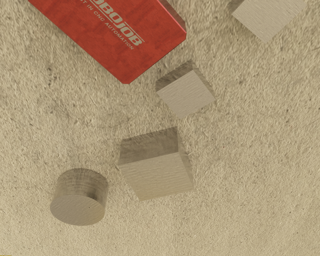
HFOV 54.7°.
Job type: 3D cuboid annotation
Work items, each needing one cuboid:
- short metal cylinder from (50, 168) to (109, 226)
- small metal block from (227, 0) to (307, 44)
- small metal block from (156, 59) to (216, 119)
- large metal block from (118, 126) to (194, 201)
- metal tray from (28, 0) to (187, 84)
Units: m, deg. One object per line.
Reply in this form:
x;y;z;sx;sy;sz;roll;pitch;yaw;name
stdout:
-0.123;0.108;0.481;0.081;0.050;0.079;0;130;0;short metal cylinder
0.104;-0.121;0.305;0.050;0.025;0.050;31;124;-24;small metal block
0.031;-0.045;0.369;0.050;0.025;0.050;-29;125;22;small metal block
-0.003;0.052;0.435;0.080;0.050;0.080;-14;129;11;large metal block
-0.048;-0.114;0.306;0.090;0.030;0.130;-34;123;25;metal tray
